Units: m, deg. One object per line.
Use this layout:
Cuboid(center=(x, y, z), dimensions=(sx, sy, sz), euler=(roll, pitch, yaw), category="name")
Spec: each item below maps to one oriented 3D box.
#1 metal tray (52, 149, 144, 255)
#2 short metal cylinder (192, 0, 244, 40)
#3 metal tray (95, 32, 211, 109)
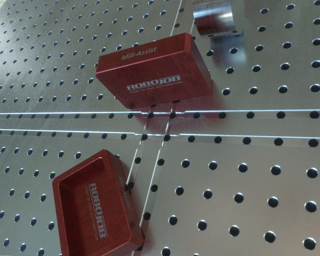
Cuboid(center=(-0.082, 0.101, 0.385), dimensions=(0.090, 0.030, 0.130), euler=(-31, 52, 8), category="metal tray")
Cuboid(center=(0.083, -0.167, 0.432), dimensions=(0.050, 0.080, 0.080), euler=(-2, 61, 27), category="short metal cylinder")
Cuboid(center=(-0.007, -0.070, 0.413), dimensions=(0.130, 0.090, 0.030), euler=(-9, 58, 23), category="metal tray")
